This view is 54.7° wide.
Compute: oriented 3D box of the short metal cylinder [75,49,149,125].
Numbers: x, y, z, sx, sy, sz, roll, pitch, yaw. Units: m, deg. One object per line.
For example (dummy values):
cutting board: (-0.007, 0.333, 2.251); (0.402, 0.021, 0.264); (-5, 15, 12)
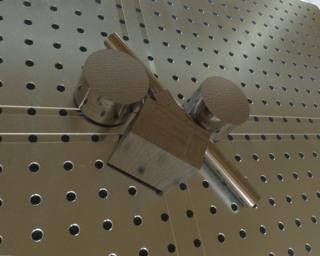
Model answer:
short metal cylinder: (-0.060, -0.051, 0.386); (0.081, 0.050, 0.080); (14, 56, -21)

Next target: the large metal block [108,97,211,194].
large metal block: (-0.002, 0.023, 0.352); (0.080, 0.080, 0.050); (30, 53, -9)

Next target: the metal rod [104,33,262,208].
metal rod: (0.027, -0.015, 0.427); (0.300, 0.025, 0.025); (49, 51, 6)

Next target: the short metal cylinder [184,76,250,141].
short metal cylinder: (0.081, -0.028, 0.448); (0.081, 0.050, 0.080); (14, 56, -21)

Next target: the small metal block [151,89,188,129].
small metal block: (0.003, -0.013, 0.396); (0.025, 0.050, 0.050); (-23, 75, -36)
